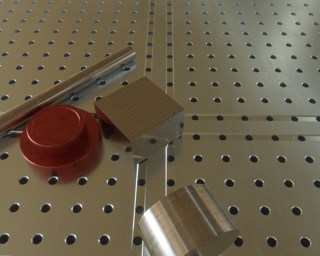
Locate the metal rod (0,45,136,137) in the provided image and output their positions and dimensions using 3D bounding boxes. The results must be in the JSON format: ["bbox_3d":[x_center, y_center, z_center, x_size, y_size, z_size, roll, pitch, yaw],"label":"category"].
[{"bbox_3d":[-0.156,-0.044,0.443,0.302,0.025,0.025,-37,59,-27],"label":"metal rod"}]

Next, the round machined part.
[{"bbox_3d":[-0.125,0.008,0.389,0.099,0.042,0.098,0,50,0],"label":"round machined part"}]

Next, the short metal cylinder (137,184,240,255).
[{"bbox_3d":[0.026,0.098,0.290,0.081,0.080,0.050,-22,54,-17],"label":"short metal cylinder"}]

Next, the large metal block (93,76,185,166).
[{"bbox_3d":[-0.026,-0.011,0.401,0.080,0.050,0.080,-32,57,-24],"label":"large metal block"}]
